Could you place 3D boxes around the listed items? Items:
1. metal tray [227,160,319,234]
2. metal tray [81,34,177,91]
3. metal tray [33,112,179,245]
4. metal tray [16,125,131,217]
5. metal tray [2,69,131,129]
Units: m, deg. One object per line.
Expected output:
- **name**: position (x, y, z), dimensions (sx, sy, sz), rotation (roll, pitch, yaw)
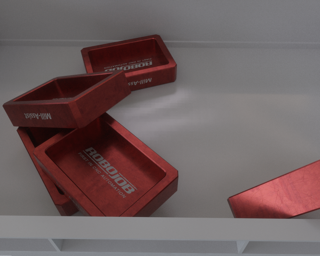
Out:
- **metal tray**: position (0.132, 0.056, 0.275), dimensions (0.131, 0.090, 0.030), rotation (5, 59, -47)
- **metal tray**: position (-0.049, -0.099, 0.484), dimensions (0.131, 0.030, 0.090), rotation (-14, 52, -12)
- **metal tray**: position (-0.057, 0.043, 0.324), dimensions (0.130, 0.030, 0.091), rotation (37, 59, 27)
- **metal tray**: position (-0.104, 0.030, 0.375), dimensions (0.091, 0.030, 0.130), rotation (-28, 55, -22)
- **metal tray**: position (-0.112, -0.035, 0.373), dimensions (0.130, 0.030, 0.090), rotation (1, 31, 35)
